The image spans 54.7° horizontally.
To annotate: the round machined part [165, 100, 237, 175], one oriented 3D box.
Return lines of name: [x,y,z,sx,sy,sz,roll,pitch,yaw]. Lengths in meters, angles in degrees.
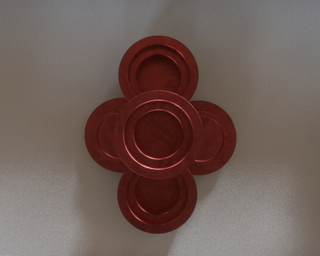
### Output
round machined part: [0.051,0.013,0.401,0.099,0.042,0.097,0,90,-1]

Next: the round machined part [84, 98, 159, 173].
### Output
round machined part: [-0.049,0.009,0.400,0.099,0.042,0.097,0,90,-1]

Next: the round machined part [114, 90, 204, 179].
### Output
round machined part: [-0.002,0.007,0.359,0.099,0.042,0.097,0,90,-1]

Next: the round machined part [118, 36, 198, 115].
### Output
round machined part: [-0.002,-0.065,0.401,0.099,0.042,0.097,0,90,-1]

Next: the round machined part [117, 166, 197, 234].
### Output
round machined part: [-0.003,0.082,0.401,0.099,0.042,0.097,0,90,-1]
